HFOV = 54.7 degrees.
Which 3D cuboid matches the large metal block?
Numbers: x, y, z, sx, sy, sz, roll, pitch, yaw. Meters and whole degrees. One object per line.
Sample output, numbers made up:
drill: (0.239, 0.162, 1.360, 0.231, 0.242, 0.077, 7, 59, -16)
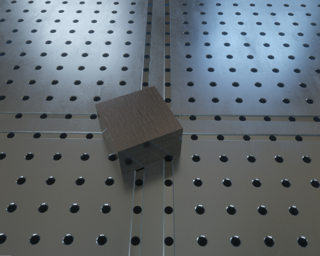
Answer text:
large metal block: (-0.027, 0.001, 0.390, 0.081, 0.050, 0.080, -20, 53, -16)
